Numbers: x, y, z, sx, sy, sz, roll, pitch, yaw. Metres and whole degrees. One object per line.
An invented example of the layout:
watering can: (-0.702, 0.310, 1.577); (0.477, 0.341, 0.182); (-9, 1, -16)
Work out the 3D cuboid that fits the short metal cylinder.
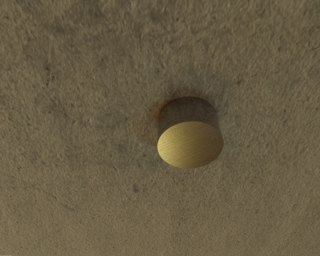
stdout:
short metal cylinder: (0.037, 0.007, 0.397); (0.081, 0.050, 0.079); (0, 130, 0)
